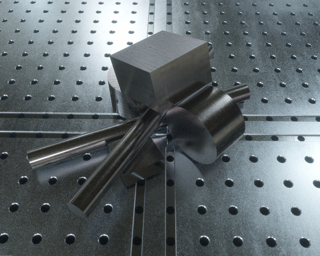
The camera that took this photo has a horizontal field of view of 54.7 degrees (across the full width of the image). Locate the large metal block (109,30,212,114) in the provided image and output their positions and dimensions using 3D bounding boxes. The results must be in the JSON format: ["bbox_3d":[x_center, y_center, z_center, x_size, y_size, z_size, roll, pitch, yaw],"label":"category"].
[{"bbox_3d":[0.001,-0.070,0.363,0.080,0.050,0.080,-33,40,-24],"label":"large metal block"}]

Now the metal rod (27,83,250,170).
[{"bbox_3d":[-0.015,-0.007,0.408,0.302,0.025,0.025,-18,53,-15],"label":"metal rod"}]

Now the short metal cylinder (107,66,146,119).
[{"bbox_3d":[-0.030,-0.057,0.434,0.081,0.050,0.080,0,50,0],"label":"short metal cylinder"}]

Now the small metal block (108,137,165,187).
[{"bbox_3d":[-0.029,0.035,0.373,0.050,0.025,0.050,-22,54,-18],"label":"small metal block"}]

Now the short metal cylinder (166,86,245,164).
[{"bbox_3d":[0.053,-0.004,0.371,0.050,0.080,0.080,-36,59,-25],"label":"short metal cylinder"}]

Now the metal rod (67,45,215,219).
[{"bbox_3d":[-0.005,-0.018,0.386,0.025,0.025,0.301,24,54,19],"label":"metal rod"}]
